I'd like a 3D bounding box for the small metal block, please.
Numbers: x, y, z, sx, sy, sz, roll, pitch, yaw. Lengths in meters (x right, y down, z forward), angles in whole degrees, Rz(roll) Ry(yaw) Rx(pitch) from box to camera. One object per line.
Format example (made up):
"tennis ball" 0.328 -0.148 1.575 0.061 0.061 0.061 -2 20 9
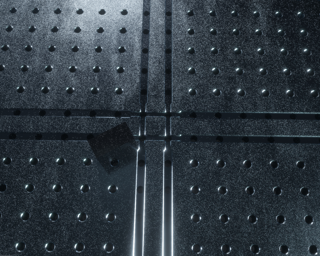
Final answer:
"small metal block" -0.058 0.022 0.390 0.050 0.050 0.025 -27 73 -10
